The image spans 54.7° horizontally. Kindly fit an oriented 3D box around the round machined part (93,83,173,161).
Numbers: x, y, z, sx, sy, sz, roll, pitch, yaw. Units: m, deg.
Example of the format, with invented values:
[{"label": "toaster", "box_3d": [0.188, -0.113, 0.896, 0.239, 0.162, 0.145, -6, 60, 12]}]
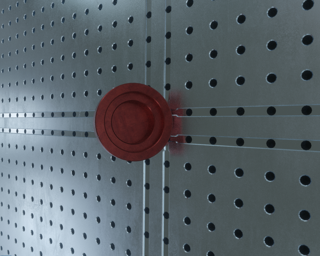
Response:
[{"label": "round machined part", "box_3d": [-0.037, -0.007, 0.402, 0.042, 0.099, 0.097, 173, 95, -71]}]
